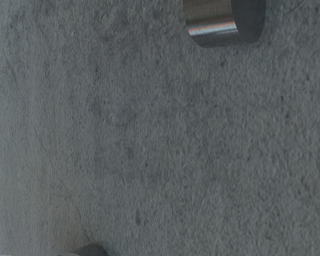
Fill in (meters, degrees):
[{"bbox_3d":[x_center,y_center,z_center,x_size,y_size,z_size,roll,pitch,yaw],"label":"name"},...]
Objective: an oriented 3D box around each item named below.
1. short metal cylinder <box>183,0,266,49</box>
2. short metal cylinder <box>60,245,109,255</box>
[{"bbox_3d":[0.067,-0.124,0.313,0.050,0.081,0.079,4,93,39],"label":"short metal cylinder"},{"bbox_3d":[-0.118,0.225,0.470,0.080,0.050,0.080,-3,83,23],"label":"short metal cylinder"}]
